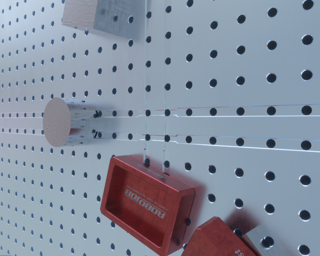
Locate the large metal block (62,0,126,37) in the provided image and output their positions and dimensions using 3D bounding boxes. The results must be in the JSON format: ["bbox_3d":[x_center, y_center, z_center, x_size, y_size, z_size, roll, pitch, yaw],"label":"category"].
[{"bbox_3d":[-0.100,-0.189,0.473,0.080,0.050,0.079,20,103,38],"label":"large metal block"}]

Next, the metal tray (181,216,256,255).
[{"bbox_3d":[0.079,0.169,0.322,0.130,0.030,0.089,44,135,30],"label":"metal tray"}]

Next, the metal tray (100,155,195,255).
[{"bbox_3d":[-0.023,0.100,0.422,0.130,0.030,0.089,21,103,37],"label":"metal tray"}]

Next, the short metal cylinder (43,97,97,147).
[{"bbox_3d":[-0.150,-0.009,0.514,0.080,0.050,0.079,0,90,39],"label":"short metal cylinder"}]

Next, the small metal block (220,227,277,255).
[{"bbox_3d":[0.095,0.144,0.330,0.050,0.025,0.050,-49,61,28],"label":"small metal block"}]
